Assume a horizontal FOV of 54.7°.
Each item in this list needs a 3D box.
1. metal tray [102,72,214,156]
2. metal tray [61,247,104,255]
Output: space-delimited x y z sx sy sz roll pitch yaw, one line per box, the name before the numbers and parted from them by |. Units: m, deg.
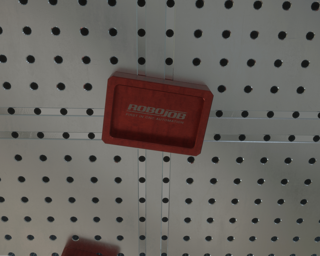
metal tray | -0.005 -0.017 0.404 0.131 0.030 0.089 8 110 -4
metal tray | -0.129 0.264 0.506 0.091 0.030 0.129 17 109 -7
